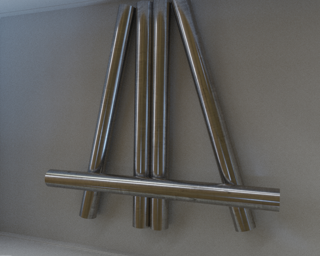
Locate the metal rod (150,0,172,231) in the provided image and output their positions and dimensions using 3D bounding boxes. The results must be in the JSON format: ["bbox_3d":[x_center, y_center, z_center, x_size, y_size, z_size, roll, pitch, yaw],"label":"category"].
[{"bbox_3d":[0.001,-0.018,0.409,0.025,0.025,0.298,1,90,20],"label":"metal rod"}]

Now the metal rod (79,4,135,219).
[{"bbox_3d":[-0.074,-0.020,0.435,0.025,0.025,0.298,13,94,19],"label":"metal rod"}]

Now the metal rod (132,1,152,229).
[{"bbox_3d":[-0.022,-0.017,0.417,0.025,0.025,0.298,1,90,20],"label":"metal rod"}]

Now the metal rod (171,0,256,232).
[{"bbox_3d":[0.065,-0.023,0.386,0.025,0.025,0.299,-17,84,19],"label":"metal rod"}]

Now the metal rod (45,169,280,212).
[{"bbox_3d":[-0.012,0.074,0.386,0.301,0.025,0.025,2,91,20],"label":"metal rod"}]
